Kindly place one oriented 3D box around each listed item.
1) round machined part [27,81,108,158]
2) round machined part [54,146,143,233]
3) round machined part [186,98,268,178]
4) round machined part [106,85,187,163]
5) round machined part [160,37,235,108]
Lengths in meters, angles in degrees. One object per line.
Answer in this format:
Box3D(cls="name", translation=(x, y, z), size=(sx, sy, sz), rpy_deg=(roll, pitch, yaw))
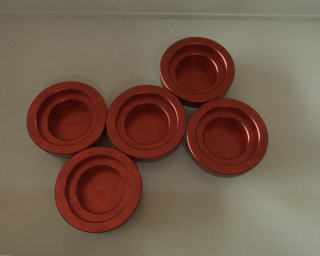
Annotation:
Box3D(cls="round machined part", translation=(-0.114, -0.008, 0.400), size=(0.099, 0.042, 0.098), rpy_deg=(0, 70, 0))
Box3D(cls="round machined part", translation=(-0.070, 0.074, 0.370), size=(0.099, 0.042, 0.098), rpy_deg=(0, 70, 0))
Box3D(cls="round machined part", translation=(0.082, 0.015, 0.393), size=(0.099, 0.042, 0.098), rpy_deg=(0, 70, 0))
Box3D(cls="round machined part", translation=(-0.016, -0.003, 0.398), size=(0.099, 0.042, 0.098), rpy_deg=(0, 70, 0))
Box3D(cls="round machined part", translation=(0.049, -0.072, 0.424), size=(0.099, 0.042, 0.098), rpy_deg=(0, 70, 0))
